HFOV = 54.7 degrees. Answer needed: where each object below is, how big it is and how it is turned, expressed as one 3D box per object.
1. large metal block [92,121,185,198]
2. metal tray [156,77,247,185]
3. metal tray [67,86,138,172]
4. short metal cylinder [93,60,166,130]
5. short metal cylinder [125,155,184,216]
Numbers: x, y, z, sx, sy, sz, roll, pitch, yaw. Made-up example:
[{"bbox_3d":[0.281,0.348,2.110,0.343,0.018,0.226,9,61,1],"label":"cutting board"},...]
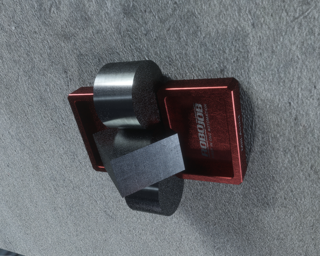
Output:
[{"bbox_3d":[-0.028,0.029,0.378,0.080,0.081,0.050,39,146,58],"label":"large metal block"},{"bbox_3d":[0.054,0.005,0.381,0.090,0.030,0.129,1,119,27],"label":"metal tray"},{"bbox_3d":[-0.070,0.005,0.446,0.090,0.030,0.129,1,119,27],"label":"metal tray"},{"bbox_3d":[-0.033,-0.038,0.366,0.050,0.080,0.080,2,119,27],"label":"short metal cylinder"},{"bbox_3d":[-0.006,0.076,0.423,0.050,0.080,0.080,2,119,27],"label":"short metal cylinder"}]
